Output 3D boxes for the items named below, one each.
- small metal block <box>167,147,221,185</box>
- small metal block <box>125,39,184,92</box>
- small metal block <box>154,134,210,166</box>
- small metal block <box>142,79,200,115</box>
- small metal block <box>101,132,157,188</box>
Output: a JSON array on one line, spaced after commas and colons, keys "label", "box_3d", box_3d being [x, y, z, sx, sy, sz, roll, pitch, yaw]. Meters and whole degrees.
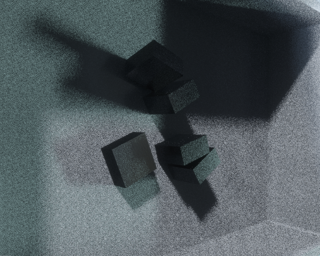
[{"label": "small metal block", "box_3d": [0.047, 0.050, 0.433, 0.050, 0.050, 0.025, -39, 115, -33]}, {"label": "small metal block", "box_3d": [-0.007, -0.075, 0.383, 0.050, 0.050, 0.025, 26, 53, -37]}, {"label": "small metal block", "box_3d": [0.030, 0.028, 0.418, 0.050, 0.050, 0.025, -21, 104, -38]}, {"label": "small metal block", "box_3d": [0.015, -0.040, 0.405, 0.050, 0.050, 0.025, -35, 113, -35]}, {"label": "small metal block", "box_3d": [-0.037, 0.038, 0.377, 0.050, 0.025, 0.050, -29, 108, -37]}]
